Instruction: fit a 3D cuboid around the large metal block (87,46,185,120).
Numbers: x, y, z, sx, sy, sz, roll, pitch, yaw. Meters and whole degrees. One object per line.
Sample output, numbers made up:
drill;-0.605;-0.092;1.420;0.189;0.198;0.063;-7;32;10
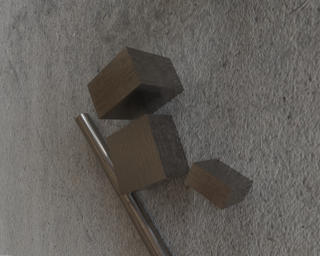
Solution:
large metal block;-0.031;-0.052;0.395;0.080;0.081;0.050;-35;69;34

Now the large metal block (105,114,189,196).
large metal block;-0.017;0.035;0.403;0.080;0.050;0.080;-28;72;36

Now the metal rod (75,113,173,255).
metal rod;-0.049;0.094;0.445;0.025;0.025;0.299;-50;61;28

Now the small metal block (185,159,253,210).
small metal block;0.064;0.059;0.336;0.050;0.050;0.025;33;111;35
